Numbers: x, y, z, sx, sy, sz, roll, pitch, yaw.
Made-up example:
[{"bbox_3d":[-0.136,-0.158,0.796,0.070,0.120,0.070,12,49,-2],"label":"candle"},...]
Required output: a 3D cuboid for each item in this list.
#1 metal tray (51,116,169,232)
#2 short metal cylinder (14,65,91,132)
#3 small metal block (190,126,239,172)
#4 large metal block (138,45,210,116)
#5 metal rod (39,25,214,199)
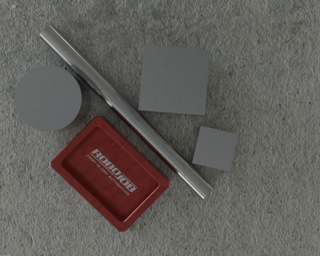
[{"bbox_3d":[-0.064,0.058,0.408,0.130,0.030,0.090,44,90,-1],"label":"metal tray"},{"bbox_3d":[-0.135,-0.036,0.397,0.081,0.050,0.079,0,90,-1],"label":"short metal cylinder"},{"bbox_3d":[0.072,0.027,0.413,0.050,0.025,0.050,13,90,-1],"label":"small metal block"},{"bbox_3d":[0.017,-0.058,0.399,0.081,0.050,0.079,4,90,-1],"label":"large metal block"},{"bbox_3d":[-0.043,-0.021,0.410,0.025,0.025,0.300,-45,91,0],"label":"metal rod"}]
